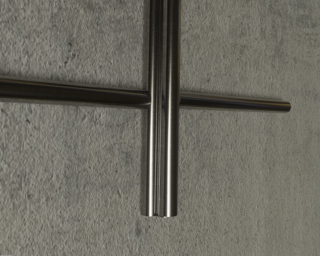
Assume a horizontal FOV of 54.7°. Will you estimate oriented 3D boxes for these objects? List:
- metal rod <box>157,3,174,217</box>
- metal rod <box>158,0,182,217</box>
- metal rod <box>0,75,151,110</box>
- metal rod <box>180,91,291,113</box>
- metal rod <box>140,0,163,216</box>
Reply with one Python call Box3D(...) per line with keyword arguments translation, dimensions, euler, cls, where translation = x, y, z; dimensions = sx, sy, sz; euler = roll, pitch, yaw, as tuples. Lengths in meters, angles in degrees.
Box3D(translation=(0.009, -0.033, 0.417), dimensions=(0.025, 0.025, 0.298), euler=(2, 89, -40), cls="metal rod")
Box3D(translation=(0.013, -0.040, 0.392), dimensions=(0.025, 0.025, 0.298), euler=(2, 89, -40), cls="metal rod")
Box3D(translation=(-0.134, -0.036, 0.294), dimensions=(0.302, 0.025, 0.025), euler=(0, 90, -40), cls="metal rod")
Box3D(translation=(0.135, -0.040, 0.522), dimensions=(0.302, 0.025, 0.025), euler=(-1, 91, -40), cls="metal rod")
Box3D(translation=(-0.010, -0.039, 0.401), dimensions=(0.025, 0.025, 0.298), euler=(2, 89, -40), cls="metal rod")
